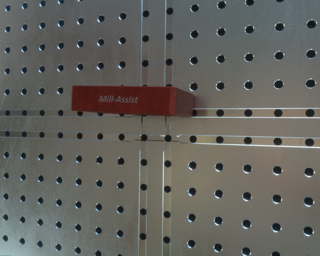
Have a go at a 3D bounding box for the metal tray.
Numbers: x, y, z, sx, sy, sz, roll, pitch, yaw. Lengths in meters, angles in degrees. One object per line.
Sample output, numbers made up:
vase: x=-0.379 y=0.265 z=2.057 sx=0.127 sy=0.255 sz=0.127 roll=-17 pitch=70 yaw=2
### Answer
metal tray: x=-0.032 y=-0.032 z=0.388 sx=0.130 sy=0.090 sz=0.030 roll=3 pitch=91 yaw=19
